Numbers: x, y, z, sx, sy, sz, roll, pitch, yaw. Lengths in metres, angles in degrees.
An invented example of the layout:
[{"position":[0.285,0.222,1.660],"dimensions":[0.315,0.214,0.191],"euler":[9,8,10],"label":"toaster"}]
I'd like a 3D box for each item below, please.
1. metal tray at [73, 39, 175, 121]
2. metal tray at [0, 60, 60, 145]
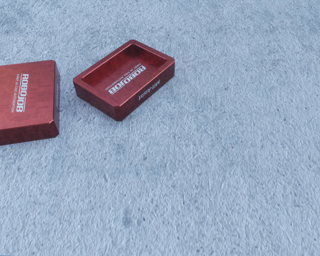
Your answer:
[{"position":[-0.050,-0.076,0.463],"dimensions":[0.090,0.030,0.131],"euler":[31,56,23],"label":"metal tray"},{"position":[-0.190,-0.039,0.432],"dimensions":[0.091,0.030,0.130],"euler":[-8,51,-7],"label":"metal tray"}]
